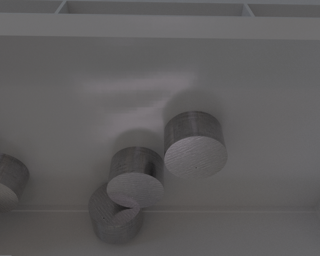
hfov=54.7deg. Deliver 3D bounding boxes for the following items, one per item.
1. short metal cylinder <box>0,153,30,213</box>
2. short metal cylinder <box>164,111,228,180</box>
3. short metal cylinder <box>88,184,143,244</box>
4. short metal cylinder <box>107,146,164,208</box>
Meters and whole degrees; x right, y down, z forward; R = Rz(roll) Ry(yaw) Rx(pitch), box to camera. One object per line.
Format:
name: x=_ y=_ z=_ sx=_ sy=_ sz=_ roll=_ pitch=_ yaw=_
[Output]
short metal cylinder: x=-0.244 y=0.082 z=0.460 sx=0.081 sy=0.050 sz=0.079 roll=0 pitch=130 yaw=0
short metal cylinder: x=0.046 y=0.024 z=0.413 sx=0.081 sy=0.050 sz=0.079 roll=0 pitch=130 yaw=0
short metal cylinder: x=-0.068 y=0.132 z=0.484 sx=0.081 sy=0.080 sz=0.050 roll=0 pitch=130 yaw=-1
short metal cylinder: x=-0.035 y=0.073 z=0.454 sx=0.081 sy=0.050 sz=0.079 roll=0 pitch=130 yaw=0
